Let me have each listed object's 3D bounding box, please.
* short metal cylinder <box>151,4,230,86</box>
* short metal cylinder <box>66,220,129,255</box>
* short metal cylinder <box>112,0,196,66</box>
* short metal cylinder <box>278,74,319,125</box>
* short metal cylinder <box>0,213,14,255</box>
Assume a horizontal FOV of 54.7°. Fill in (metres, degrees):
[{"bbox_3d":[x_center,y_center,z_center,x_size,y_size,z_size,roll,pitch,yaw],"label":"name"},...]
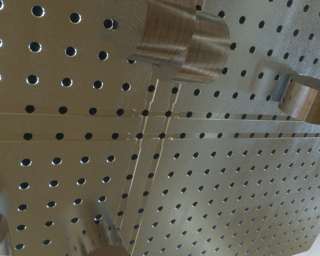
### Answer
[{"bbox_3d":[0.030,-0.088,0.339,0.050,0.080,0.079,2,117,-30],"label":"short metal cylinder"},{"bbox_3d":[-0.093,0.185,0.460,0.081,0.050,0.079,-14,125,-21],"label":"short metal cylinder"},{"bbox_3d":[-0.009,-0.105,0.307,0.050,0.080,0.079,2,117,-30],"label":"short metal cylinder"},{"bbox_3d":[0.231,-0.045,0.477,0.081,0.080,0.050,-3,120,-28],"label":"short metal cylinder"},{"bbox_3d":[-0.211,0.137,0.346,0.081,0.080,0.050,-8,122,-25],"label":"short metal cylinder"}]
